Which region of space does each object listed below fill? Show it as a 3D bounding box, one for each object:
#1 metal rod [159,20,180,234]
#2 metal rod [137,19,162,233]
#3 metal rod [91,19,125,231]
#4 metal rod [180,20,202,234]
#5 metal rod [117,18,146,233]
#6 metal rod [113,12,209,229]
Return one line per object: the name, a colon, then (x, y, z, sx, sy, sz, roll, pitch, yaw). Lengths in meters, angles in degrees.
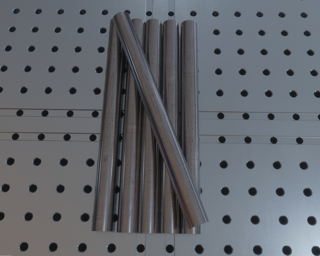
metal rod: (0.014, -0.016, 0.418, 0.025, 0.025, 0.299, 1, 70, 0)
metal rod: (-0.012, -0.016, 0.417, 0.025, 0.025, 0.299, 1, 70, 0)
metal rod: (-0.066, -0.018, 0.417, 0.025, 0.025, 0.299, 1, 70, 0)
metal rod: (0.040, -0.015, 0.418, 0.025, 0.025, 0.299, 1, 70, 0)
metal rod: (-0.036, -0.017, 0.417, 0.025, 0.025, 0.299, 1, 70, 0)
metal rod: (-0.006, -0.024, 0.394, 0.025, 0.025, 0.299, -18, 71, -6)
